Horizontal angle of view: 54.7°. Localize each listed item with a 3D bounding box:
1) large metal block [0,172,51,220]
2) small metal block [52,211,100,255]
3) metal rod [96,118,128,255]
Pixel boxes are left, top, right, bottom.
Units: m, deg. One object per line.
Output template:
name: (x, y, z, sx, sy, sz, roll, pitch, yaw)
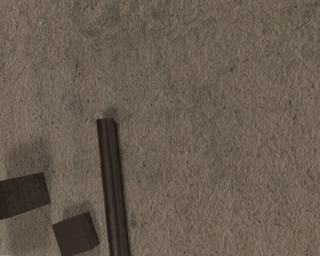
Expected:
large metal block: (-0.226, 0.104, 0.457, 0.080, 0.080, 0.050, -17, 85, 19)
small metal block: (-0.122, 0.155, 0.451, 0.050, 0.025, 0.050, -23, 83, 18)
metal rod: (-0.061, 0.135, 0.429, 0.025, 0.025, 0.298, -7, 88, 19)
